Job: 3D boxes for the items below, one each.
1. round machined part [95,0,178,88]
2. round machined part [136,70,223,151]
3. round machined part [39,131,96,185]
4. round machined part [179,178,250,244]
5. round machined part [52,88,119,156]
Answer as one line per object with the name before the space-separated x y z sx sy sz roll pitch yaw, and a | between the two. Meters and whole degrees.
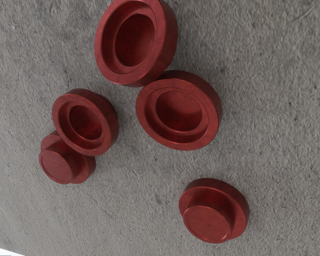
round machined part | -0.021 -0.091 0.332 0.098 0.042 0.097 -3 84 36
round machined part | 0.025 -0.024 0.363 0.098 0.042 0.097 13 129 16
round machined part | -0.160 0.055 0.514 0.098 0.042 0.097 13 124 21
round machined part | 0.072 0.122 0.433 0.098 0.042 0.097 13 124 21
round machined part | -0.100 -0.011 0.442 0.098 0.042 0.097 13 124 21
